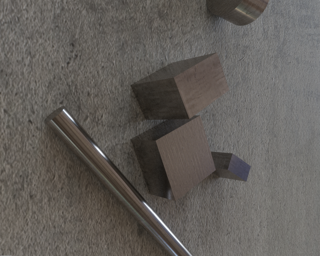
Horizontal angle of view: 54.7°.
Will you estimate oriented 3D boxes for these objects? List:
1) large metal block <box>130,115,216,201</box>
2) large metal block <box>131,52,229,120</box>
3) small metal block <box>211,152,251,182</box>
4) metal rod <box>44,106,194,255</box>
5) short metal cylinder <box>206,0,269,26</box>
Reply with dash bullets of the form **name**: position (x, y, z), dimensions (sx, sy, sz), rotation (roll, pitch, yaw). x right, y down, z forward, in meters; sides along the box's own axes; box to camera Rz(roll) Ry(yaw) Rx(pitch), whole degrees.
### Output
- **large metal block**: position (0.019, 0.035, 0.405), dimensions (0.081, 0.050, 0.080), rotation (-29, 108, -36)
- **large metal block**: position (0.025, -0.051, 0.390), dimensions (0.081, 0.080, 0.050), rotation (-35, 112, -34)
- **small metal block**: position (0.101, 0.058, 0.473), dimensions (0.050, 0.050, 0.025), rotation (33, 70, -35)
- **metal rod**: position (-0.029, 0.095, 0.380), dimensions (0.025, 0.025, 0.300), rotation (-51, 120, -28)
- **short metal cylinder**: position (0.117, -0.201, 0.466), dimensions (0.050, 0.080, 0.080), rotation (7, 86, -40)
